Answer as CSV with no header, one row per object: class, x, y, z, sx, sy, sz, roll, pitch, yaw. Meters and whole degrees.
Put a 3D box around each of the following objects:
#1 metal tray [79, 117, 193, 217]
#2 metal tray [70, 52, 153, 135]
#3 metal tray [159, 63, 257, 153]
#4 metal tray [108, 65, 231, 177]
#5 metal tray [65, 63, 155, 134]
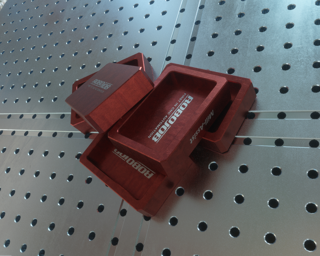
metal tray,-0.034,0.040,0.399,0.130,0.030,0.090,30,78,37
metal tray,-0.074,-0.053,0.477,0.130,0.030,0.090,-20,54,16
metal tray,0.044,-0.031,0.401,0.130,0.030,0.090,21,72,36
metal tray,0.013,-0.015,0.368,0.090,0.030,0.130,22,62,36
metal tray,-0.073,-0.047,0.421,0.090,0.030,0.130,-43,28,-11
